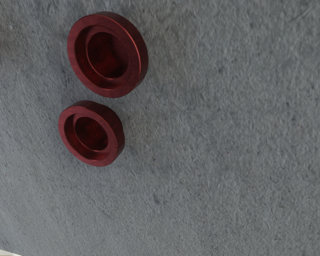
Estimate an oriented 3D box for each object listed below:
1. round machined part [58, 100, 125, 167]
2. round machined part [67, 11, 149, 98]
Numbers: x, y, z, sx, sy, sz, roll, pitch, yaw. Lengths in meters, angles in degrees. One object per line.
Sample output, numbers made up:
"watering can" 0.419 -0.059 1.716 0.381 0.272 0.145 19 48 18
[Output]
"round machined part" -0.093 0.004 0.445 0.098 0.042 0.097 13 124 20
"round machined part" -0.057 -0.089 0.370 0.098 0.042 0.097 13 124 20
